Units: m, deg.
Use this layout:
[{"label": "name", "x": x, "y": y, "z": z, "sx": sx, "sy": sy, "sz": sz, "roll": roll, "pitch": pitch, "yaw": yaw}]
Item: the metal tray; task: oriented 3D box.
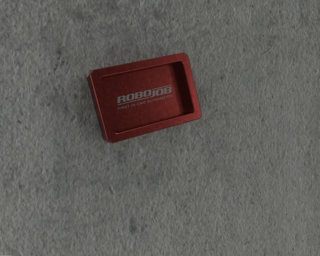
[{"label": "metal tray", "x": -0.018, "y": -0.040, "z": 0.400, "sx": 0.131, "sy": 0.030, "sz": 0.089, "roll": -16, "pitch": 96, "yaw": -20}]
